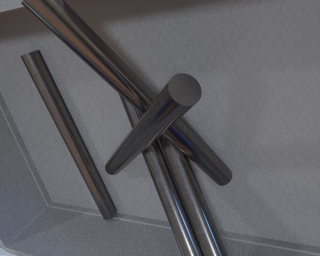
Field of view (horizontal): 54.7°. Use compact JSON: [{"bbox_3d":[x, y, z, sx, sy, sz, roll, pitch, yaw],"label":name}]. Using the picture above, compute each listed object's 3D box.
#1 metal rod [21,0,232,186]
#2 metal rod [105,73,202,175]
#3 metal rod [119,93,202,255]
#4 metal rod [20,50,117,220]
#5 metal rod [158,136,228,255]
[{"bbox_3d":[-0.006,-0.019,0.320,0.025,0.025,0.300,-18,134,35],"label":"metal rod"},{"bbox_3d":[-0.028,0.017,0.351,0.025,0.025,0.299,42,155,-2],"label":"metal rod"},{"bbox_3d":[0.013,0.086,0.377,0.025,0.025,0.299,-29,79,37],"label":"metal rod"},{"bbox_3d":[-0.137,0.024,0.493,0.025,0.025,0.298,-7,115,31],"label":"metal rod"},{"bbox_3d":[0.046,0.100,0.364,0.025,0.025,0.299,-30,77,37],"label":"metal rod"}]
